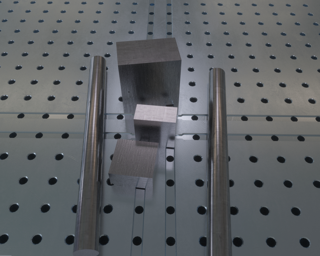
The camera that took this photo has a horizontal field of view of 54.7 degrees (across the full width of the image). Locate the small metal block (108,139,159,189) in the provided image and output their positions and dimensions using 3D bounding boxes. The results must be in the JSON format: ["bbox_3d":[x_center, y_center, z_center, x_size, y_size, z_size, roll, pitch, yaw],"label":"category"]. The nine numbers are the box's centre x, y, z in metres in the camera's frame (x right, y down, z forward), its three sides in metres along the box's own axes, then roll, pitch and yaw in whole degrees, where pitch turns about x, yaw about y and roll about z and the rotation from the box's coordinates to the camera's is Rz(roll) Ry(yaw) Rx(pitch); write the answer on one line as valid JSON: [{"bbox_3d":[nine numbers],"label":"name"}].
[{"bbox_3d":[-0.030,0.042,0.372,0.050,0.025,0.050,6,50,5],"label":"small metal block"}]

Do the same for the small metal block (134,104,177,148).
[{"bbox_3d":[-0.005,-0.002,0.393,0.050,0.050,0.025,5,50,4],"label":"small metal block"}]

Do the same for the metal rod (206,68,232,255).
[{"bbox_3d":[0.071,0.031,0.381,0.025,0.025,0.300,5,50,4],"label":"metal rod"}]

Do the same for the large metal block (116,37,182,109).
[{"bbox_3d":[-0.016,-0.076,0.435,0.081,0.080,0.050,-6,51,-5],"label":"large metal block"}]

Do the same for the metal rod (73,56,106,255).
[{"bbox_3d":[-0.086,0.009,0.399,0.025,0.025,0.300,-4,50,-3],"label":"metal rod"}]
